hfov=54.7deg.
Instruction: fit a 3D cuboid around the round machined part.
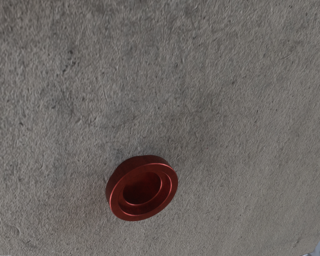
[{"bbox_3d":[-0.028,0.078,0.428,0.099,0.042,0.097,-14,124,-21],"label":"round machined part"}]
